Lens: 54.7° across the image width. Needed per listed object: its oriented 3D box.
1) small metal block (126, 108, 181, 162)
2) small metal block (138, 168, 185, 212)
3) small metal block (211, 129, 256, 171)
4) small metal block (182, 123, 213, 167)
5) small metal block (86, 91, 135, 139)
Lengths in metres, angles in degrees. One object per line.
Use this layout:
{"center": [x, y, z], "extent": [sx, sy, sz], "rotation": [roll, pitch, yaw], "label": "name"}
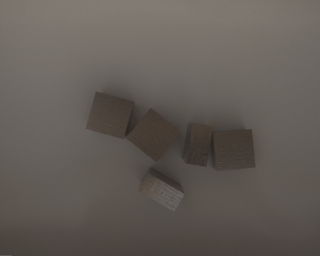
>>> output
{"center": [-0.008, 0.009, 0.409], "extent": [0.050, 0.025, 0.050], "rotation": [39, 90, -1], "label": "small metal block"}
{"center": [0.002, 0.077, 0.397], "extent": [0.050, 0.050, 0.025], "rotation": [30, 91, -1], "label": "small metal block"}
{"center": [0.096, 0.028, 0.410], "extent": [0.050, 0.025, 0.050], "rotation": [-6, 90, -1], "label": "small metal block"}
{"center": [0.047, 0.020, 0.398], "extent": [0.025, 0.050, 0.050], "rotation": [10, 90, -1], "label": "small metal block"}
{"center": [-0.064, -0.016, 0.408], "extent": [0.050, 0.025, 0.050], "rotation": [15, 90, -1], "label": "small metal block"}
